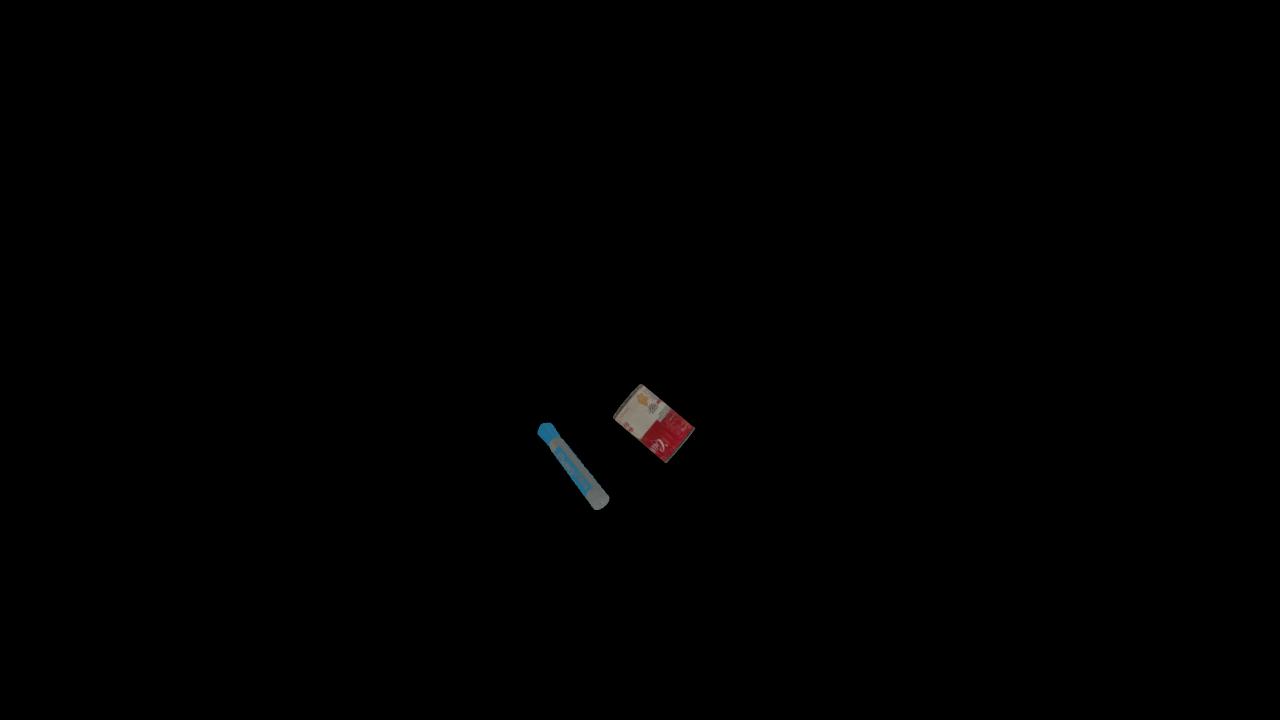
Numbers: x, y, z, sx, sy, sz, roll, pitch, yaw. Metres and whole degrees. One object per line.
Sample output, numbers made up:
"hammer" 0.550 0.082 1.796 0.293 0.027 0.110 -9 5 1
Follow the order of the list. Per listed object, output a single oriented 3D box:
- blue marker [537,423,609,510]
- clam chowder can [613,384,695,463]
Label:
"blue marker" -0.071 0.104 0.628 0.020 0.020 0.121 0 33 -43
"clam chowder can" 0.020 0.091 0.888 0.102 0.068 0.068 40 5 5
